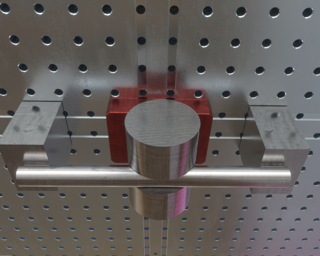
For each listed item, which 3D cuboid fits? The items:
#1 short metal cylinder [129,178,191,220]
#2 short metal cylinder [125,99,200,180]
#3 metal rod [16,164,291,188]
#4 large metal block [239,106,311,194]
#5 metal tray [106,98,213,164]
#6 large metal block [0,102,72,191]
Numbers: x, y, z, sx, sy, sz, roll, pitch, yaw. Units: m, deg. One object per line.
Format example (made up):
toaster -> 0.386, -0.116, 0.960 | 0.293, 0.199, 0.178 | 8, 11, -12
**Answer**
short metal cylinder -> 0.000, 0.068, 0.394 | 0.081, 0.080, 0.050 | 1, 130, -1
short metal cylinder -> 0.002, 0.011, 0.346 | 0.081, 0.080, 0.050 | 1, 130, -1
metal rod -> -0.006, 0.055, 0.352 | 0.302, 0.025, 0.025 | 0, 130, -1
large metal block -> 0.141, 0.028, 0.399 | 0.050, 0.080, 0.079 | 1, 130, -1
metal tray -> -0.001, 0.006, 0.413 | 0.131, 0.030, 0.089 | 1, 130, -1
large metal block -> -0.152, 0.022, 0.391 | 0.050, 0.080, 0.079 | 1, 130, -1
